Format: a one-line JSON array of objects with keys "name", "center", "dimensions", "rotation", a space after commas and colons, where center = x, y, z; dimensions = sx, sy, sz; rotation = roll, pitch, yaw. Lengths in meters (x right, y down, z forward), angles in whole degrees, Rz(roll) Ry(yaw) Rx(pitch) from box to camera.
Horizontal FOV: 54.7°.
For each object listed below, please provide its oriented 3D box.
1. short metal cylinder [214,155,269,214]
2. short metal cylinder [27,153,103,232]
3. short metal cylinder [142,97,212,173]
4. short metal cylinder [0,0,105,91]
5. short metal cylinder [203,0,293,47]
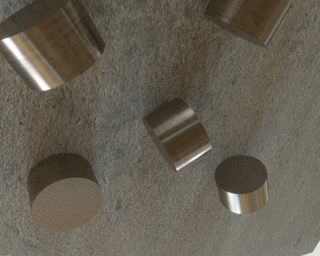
[{"name": "short metal cylinder", "center": [0.132, 0.090, 0.499], "dimensions": [0.080, 0.080, 0.050], "rotation": [-27, 128, -11]}, {"name": "short metal cylinder", "center": [-0.115, 0.077, 0.375], "dimensions": [0.081, 0.050, 0.079], "rotation": [-14, 124, -21]}, {"name": "short metal cylinder", "center": [0.020, 0.009, 0.387], "dimensions": [0.050, 0.080, 0.080], "rotation": [-32, 129, -8]}, {"name": "short metal cylinder", "center": [-0.096, -0.078, 0.271], "dimensions": [0.080, 0.080, 0.050], "rotation": [-33, 129, -7]}, {"name": "short metal cylinder", "center": [0.095, -0.130, 0.342], "dimensions": [0.081, 0.080, 0.050], "rotation": [16, 110, -35]}]
